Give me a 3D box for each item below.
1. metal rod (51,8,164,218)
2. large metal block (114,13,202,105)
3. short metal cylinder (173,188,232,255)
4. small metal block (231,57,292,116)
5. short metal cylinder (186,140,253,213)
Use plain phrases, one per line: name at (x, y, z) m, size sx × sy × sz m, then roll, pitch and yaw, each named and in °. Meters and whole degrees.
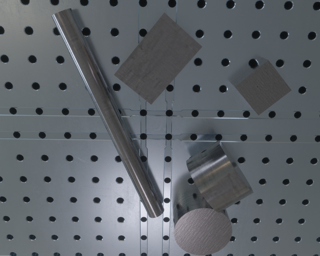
metal rod at (-0.060, -0.005, 0.410) m, size 0.025 × 0.025 × 0.299 m, roll -20°, pitch 109°, yaw 7°
large metal block at (-0.003, -0.082, 0.354) m, size 0.050 × 0.080 × 0.080 m, roll 39°, pitch 105°, yaw -13°
short metal cylinder at (0.060, 0.136, 0.451) m, size 0.081 × 0.050 × 0.079 m, roll 0°, pitch 110°, yaw 0°
small metal block at (0.128, -0.053, 0.395) m, size 0.050 × 0.025 × 0.050 m, roll -40°, pitch 106°, yaw 13°
short metal cylinder at (0.078, 0.063, 0.408) m, size 0.050 × 0.080 × 0.080 m, roll -34°, pitch 107°, yaw 12°
